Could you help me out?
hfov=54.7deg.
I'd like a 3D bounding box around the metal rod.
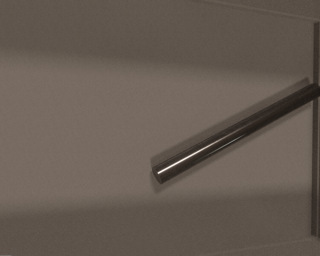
[{"bbox_3d":[0.125,0.001,0.458,0.302,0.025,0.025,-26,99,-19],"label":"metal rod"}]
